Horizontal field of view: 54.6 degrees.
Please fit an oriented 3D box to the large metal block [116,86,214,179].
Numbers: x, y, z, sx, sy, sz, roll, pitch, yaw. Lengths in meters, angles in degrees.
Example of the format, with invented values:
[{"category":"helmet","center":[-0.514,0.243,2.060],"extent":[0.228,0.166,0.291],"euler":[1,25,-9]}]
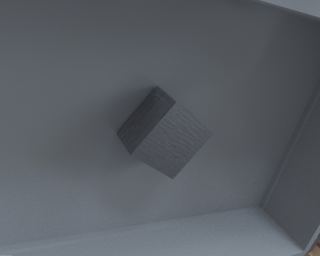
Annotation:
[{"category":"large metal block","center":[0.007,0.007,0.396],"extent":[0.080,0.050,0.080],"euler":[-49,129,6]}]
